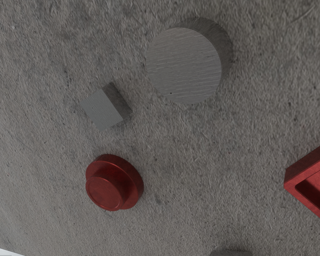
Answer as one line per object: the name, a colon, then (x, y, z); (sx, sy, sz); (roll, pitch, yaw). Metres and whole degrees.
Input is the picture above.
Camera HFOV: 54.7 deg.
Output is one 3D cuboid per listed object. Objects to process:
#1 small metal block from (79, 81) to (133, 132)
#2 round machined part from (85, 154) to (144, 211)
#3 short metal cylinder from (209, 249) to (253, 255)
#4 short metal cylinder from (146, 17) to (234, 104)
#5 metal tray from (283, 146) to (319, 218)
small metal block: (-0.075, -0.029, 0.429); (0.050, 0.025, 0.050); (-25, 105, 36)
round machined part: (-0.079, 0.094, 0.495); (0.098, 0.042, 0.097); (13, 124, 21)
short metal cylinder: (0.106, 0.222, 0.453); (0.050, 0.080, 0.080); (-9, 114, 32)
short metal cylinder: (0.032, -0.072, 0.329); (0.080, 0.050, 0.079); (13, 124, 21)
metal tray: (0.215, 0.074, 0.335); (0.130, 0.030, 0.089); (40, 129, 0)
